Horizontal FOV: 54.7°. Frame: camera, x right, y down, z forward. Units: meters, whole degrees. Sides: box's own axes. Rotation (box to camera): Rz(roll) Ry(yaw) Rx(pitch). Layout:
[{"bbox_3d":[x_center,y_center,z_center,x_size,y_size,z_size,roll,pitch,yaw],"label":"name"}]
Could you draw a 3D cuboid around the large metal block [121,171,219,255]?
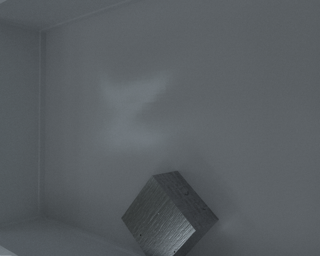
[{"bbox_3d":[0.010,0.112,0.381,0.080,0.050,0.080,48,118,29],"label":"large metal block"}]
